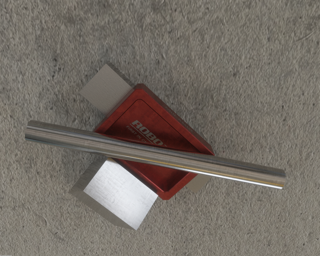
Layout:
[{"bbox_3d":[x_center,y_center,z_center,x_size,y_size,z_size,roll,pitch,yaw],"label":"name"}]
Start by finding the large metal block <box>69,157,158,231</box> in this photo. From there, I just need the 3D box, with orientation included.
[{"bbox_3d":[-0.063,0.086,0.403,0.080,0.080,0.050,41,63,-14],"label":"large metal block"}]

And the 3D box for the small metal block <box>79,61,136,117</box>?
[{"bbox_3d":[-0.064,-0.048,0.392,0.050,0.025,0.050,43,104,-15],"label":"small metal block"}]

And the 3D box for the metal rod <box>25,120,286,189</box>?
[{"bbox_3d":[-0.001,0.033,0.364,0.302,0.025,0.025,11,110,-5],"label":"metal rod"}]

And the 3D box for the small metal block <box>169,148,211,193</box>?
[{"bbox_3d":[0.046,0.054,0.431,0.050,0.025,0.050,37,106,-13],"label":"small metal block"}]

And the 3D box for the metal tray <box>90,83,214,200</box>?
[{"bbox_3d":[-0.008,0.020,0.388,0.130,0.030,0.090,42,104,-14],"label":"metal tray"}]
